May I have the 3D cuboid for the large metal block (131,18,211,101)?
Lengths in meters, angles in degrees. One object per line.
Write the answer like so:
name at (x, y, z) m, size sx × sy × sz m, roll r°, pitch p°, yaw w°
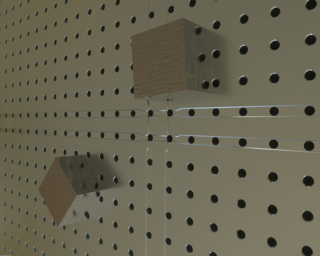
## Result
large metal block at (0.013, -0.079, 0.384) m, size 0.080 × 0.050 × 0.080 m, roll -5°, pitch 87°, yaw 40°

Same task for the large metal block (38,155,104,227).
large metal block at (-0.151, 0.103, 0.520) m, size 0.080 × 0.050 × 0.080 m, roll 49°, pitch 119°, yaw 28°
